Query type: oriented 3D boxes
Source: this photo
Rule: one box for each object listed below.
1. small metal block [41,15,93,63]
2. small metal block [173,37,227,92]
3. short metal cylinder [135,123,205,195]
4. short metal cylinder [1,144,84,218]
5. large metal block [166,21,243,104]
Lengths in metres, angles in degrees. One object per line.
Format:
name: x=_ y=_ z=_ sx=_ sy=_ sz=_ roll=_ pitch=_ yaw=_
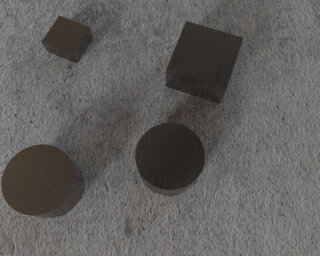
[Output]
small metal block: x=-0.135 y=-0.130 z=0.454 sx=0.050 sy=0.025 sz=0.050 roll=23 pitch=71 yaw=7
small metal block: x=0.049 y=-0.079 z=0.384 sx=0.050 sy=0.025 sz=0.050 roll=20 pitch=71 yaw=6
short metal cylinder: x=0.012 y=0.040 z=0.381 sx=0.081 sy=0.050 sz=0.080 roll=0 pitch=70 yaw=0
short metal cylinder: x=-0.136 y=0.065 z=0.369 sx=0.081 sy=0.050 sz=0.080 roll=0 pitch=70 yaw=0
large metal block: x=0.060 y=-0.090 z=0.429 sx=0.080 sy=0.050 sz=0.080 roll=19 pitch=71 yaw=6
